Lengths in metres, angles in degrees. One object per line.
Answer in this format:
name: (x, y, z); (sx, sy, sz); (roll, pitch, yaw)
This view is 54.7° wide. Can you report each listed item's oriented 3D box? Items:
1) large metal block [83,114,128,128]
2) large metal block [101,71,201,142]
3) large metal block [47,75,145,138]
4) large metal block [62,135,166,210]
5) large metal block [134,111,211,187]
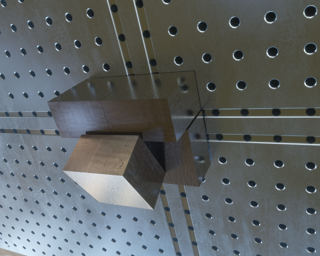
large metal block: (-0.058, 0.023, 0.435); (0.080, 0.050, 0.079); (1, 119, 27)
large metal block: (-0.007, -0.027, 0.360); (0.080, 0.080, 0.050); (1, 119, 27)
large metal block: (-0.079, -0.028, 0.397); (0.080, 0.080, 0.050); (1, 119, 27)
large metal block: (-0.050, 0.052, 0.366); (0.080, 0.050, 0.080); (0, 142, 28)
large metal block: (0.014, 0.025, 0.398); (0.080, 0.050, 0.079); (1, 119, 27)
